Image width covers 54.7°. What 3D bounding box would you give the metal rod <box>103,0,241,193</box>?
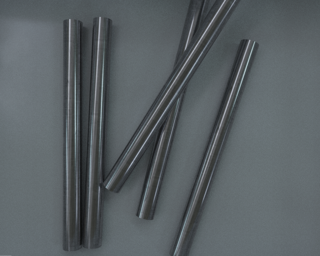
[{"bbox_3d":[0.016,-0.048,0.385,0.025,0.025,0.299,32,98,0],"label":"metal rod"}]

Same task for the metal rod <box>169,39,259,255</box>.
[{"bbox_3d":[0.072,0.029,0.411,0.025,0.025,0.299,19,90,0],"label":"metal rod"}]

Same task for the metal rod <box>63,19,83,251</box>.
[{"bbox_3d":[-0.115,0.009,0.410,0.025,0.025,0.298,0,90,0],"label":"metal rod"}]

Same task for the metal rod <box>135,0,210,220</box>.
[{"bbox_3d":[0.017,-0.027,0.411,0.025,0.025,0.298,14,90,0],"label":"metal rod"}]

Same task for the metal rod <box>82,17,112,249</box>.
[{"bbox_3d":[-0.083,0.006,0.410,0.025,0.025,0.298,3,90,0],"label":"metal rod"}]
